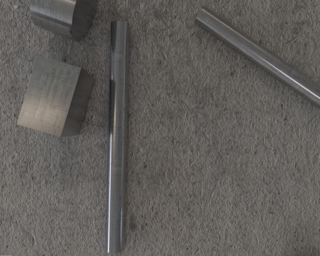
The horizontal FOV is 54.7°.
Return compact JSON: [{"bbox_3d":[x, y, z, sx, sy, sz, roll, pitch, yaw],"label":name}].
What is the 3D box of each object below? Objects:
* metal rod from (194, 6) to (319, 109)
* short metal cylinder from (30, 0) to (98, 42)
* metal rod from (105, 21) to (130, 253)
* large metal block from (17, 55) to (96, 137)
[{"bbox_3d":[0.176,-0.065,0.411,0.301,0.025,0.025,34,90,0],"label":"metal rod"},{"bbox_3d":[-0.114,-0.154,0.381,0.050,0.080,0.080,20,90,0],"label":"short metal cylinder"},{"bbox_3d":[-0.056,0.011,0.409,0.025,0.025,0.298,1,90,0],"label":"metal rod"},{"bbox_3d":[-0.122,-0.035,0.381,0.050,0.080,0.080,17,90,0],"label":"large metal block"}]
